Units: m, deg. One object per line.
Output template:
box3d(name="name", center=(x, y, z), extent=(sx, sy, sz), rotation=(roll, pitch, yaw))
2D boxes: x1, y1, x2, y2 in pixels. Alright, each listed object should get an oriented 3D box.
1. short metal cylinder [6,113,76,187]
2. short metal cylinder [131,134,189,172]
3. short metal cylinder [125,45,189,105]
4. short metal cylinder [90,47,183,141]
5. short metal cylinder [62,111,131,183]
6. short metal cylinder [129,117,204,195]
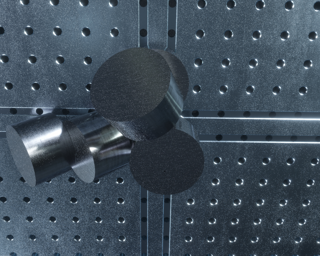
box3d(name="short metal cylinder", center=(-0.149, 0.026, 0.385), extent=(0.050, 0.080, 0.079), rotation=(-24, 115, -37))
box3d(name="short metal cylinder", center=(-0.002, 0.017, 0.405), extent=(0.081, 0.050, 0.079), rotation=(0, 110, 0))
box3d(name="short metal cylinder", center=(-0.007, -0.058, 0.378), extent=(0.081, 0.050, 0.079), rotation=(0, 110, 0))
box3d(name="short metal cylinder", center=(-0.021, -0.033, 0.311), extent=(0.080, 0.080, 0.050), rotation=(-23, 152, 8))
box3d(name="short metal cylinder", center=(-0.080, 0.021, 0.383), extent=(0.050, 0.080, 0.079), rotation=(-23, 115, -36))
box3d(name="short metal cylinder", center=(0.007, 0.029, 0.355), extent=(0.081, 0.050, 0.079), rotation=(0, 110, 0))
